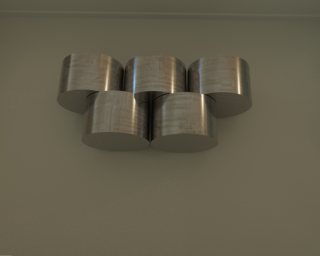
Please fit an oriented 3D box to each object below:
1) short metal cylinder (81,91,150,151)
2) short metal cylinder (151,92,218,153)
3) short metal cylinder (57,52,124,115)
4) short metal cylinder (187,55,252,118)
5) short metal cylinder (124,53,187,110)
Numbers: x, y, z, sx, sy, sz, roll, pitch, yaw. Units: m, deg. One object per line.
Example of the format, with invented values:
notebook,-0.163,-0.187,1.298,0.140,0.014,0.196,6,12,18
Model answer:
short metal cylinder,-0.053,-0.006,0.380,0.080,0.080,0.050,1,70,0
short metal cylinder,0.029,-0.004,0.380,0.080,0.080,0.050,1,70,0
short metal cylinder,-0.087,-0.054,0.398,0.080,0.080,0.050,1,70,0
short metal cylinder,0.075,-0.051,0.397,0.080,0.080,0.050,2,70,0
short metal cylinder,-0.006,-0.052,0.397,0.080,0.080,0.050,1,70,0
